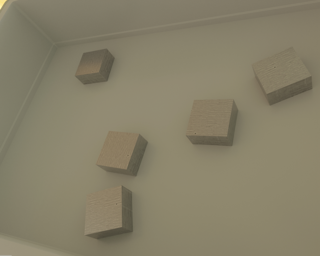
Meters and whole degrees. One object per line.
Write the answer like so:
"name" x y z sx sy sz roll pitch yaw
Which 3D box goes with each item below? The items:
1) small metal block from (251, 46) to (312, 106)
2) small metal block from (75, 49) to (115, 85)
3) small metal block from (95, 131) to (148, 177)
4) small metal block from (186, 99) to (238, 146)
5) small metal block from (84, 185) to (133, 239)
"small metal block" 0.144 -0.062 0.368 0.050 0.025 0.050 -23 53 14
"small metal block" -0.111 -0.104 0.528 0.050 0.025 0.050 -3 60 27
"small metal block" -0.050 0.033 0.412 0.050 0.025 0.050 4 64 30
"small metal block" 0.064 -0.007 0.377 0.050 0.025 0.050 1 62 29
"small metal block" -0.062 0.102 0.375 0.050 0.025 0.050 -18 55 18
